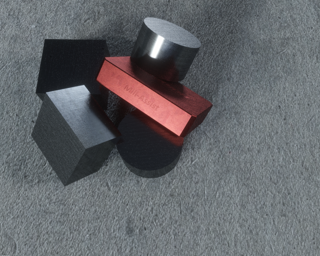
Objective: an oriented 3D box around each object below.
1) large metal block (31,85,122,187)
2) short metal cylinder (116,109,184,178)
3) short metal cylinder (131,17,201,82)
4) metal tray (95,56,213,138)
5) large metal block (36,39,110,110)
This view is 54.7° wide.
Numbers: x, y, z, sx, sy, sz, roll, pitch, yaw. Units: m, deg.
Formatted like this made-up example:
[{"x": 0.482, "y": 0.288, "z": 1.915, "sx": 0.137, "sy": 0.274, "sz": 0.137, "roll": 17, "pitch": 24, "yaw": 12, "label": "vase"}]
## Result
[{"x": -0.102, "y": 0.009, "z": 0.369, "sx": 0.050, "sy": 0.080, "sz": 0.080, "roll": -22, "pitch": 68, "yaw": -46, "label": "large metal block"}, {"x": -0.012, "y": 0.019, "z": 0.390, "sx": 0.081, "sy": 0.050, "sz": 0.080, "roll": 0, "pitch": 70, "yaw": 0, "label": "short metal cylinder"}, {"x": 0.007, "y": -0.105, "z": 0.414, "sx": 0.080, "sy": 0.050, "sz": 0.080, "roll": 19, "pitch": 33, "yaw": -12, "label": "short metal cylinder"}, {"x": -0.004, "y": -0.045, "z": 0.393, "sx": 0.130, "sy": 0.090, "sz": 0.030, "roll": 34, "pitch": 113, "yaw": 11, "label": "metal tray"}, {"x": -0.113, "y": -0.071, "z": 0.419, "sx": 0.080, "sy": 0.050, "sz": 0.080, "roll": 1, "pitch": 70, "yaw": 0, "label": "large metal block"}]
